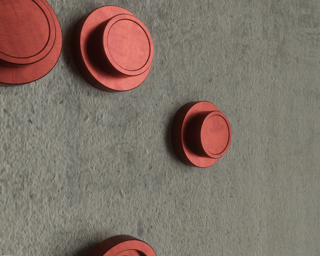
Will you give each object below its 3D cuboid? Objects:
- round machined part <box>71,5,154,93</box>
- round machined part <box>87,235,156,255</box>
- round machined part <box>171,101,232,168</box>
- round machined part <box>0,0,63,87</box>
[{"bbox_3d":[-0.046,-0.091,0.355,0.099,0.042,0.097,0,90,-40],"label":"round machined part"},{"bbox_3d":[-0.052,0.170,0.351,0.099,0.042,0.097,0,90,-40],"label":"round machined part"},{"bbox_3d":[0.066,0.009,0.449,0.099,0.042,0.097,0,90,-40],"label":"round machined part"},{"bbox_3d":[-0.135,-0.088,0.280,0.099,0.042,0.097,0,90,-40],"label":"round machined part"}]
